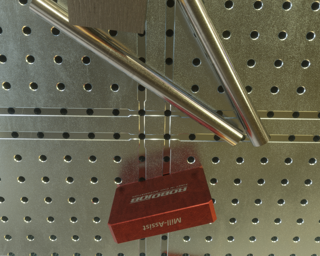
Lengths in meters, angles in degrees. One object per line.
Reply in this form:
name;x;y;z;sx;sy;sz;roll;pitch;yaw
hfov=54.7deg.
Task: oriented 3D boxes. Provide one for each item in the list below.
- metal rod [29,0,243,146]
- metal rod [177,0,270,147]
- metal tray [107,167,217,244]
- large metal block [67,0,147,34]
metal rod;-0.019;-0.066;0.388;0.301;0.025;0.025;33;107;-12
metal rod;0.062;-0.103;0.376;0.025;0.025;0.299;-29;108;10
metal tray;0.002;0.100;0.415;0.131;0.090;0.030;-14;110;4
large metal block;-0.053;-0.153;0.332;0.081;0.050;0.079;6;126;-3
